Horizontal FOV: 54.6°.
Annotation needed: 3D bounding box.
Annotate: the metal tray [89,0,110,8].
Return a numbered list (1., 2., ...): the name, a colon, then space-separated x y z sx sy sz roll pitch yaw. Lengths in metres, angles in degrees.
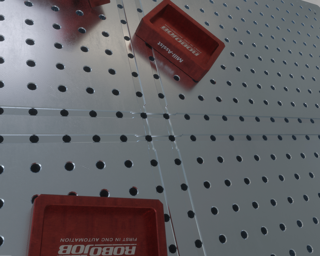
1. metal tray: -0.112 -0.260 0.461 0.030 0.090 0.130 -19 70 -8

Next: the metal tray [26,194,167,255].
1. metal tray: -0.058 0.115 0.302 0.131 0.030 0.090 9 58 -24

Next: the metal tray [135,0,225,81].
1. metal tray: 0.036 -0.147 0.513 0.130 0.030 0.090 37 51 -3
